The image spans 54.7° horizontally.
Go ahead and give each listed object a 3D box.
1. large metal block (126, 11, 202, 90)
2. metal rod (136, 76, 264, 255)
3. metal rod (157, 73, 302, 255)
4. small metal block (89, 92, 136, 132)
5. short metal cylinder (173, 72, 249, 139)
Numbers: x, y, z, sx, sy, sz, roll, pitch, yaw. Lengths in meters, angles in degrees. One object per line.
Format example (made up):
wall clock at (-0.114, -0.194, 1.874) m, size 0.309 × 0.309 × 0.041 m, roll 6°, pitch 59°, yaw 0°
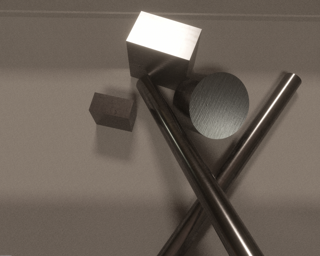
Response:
large metal block at (0.005, -0.099, 0.415) m, size 0.080 × 0.080 × 0.050 m, roll 19°, pitch 68°, yaw 6°
metal rod at (0.032, 0.035, 0.333) m, size 0.025 × 0.025 × 0.300 m, roll -22°, pitch 47°, yaw -8°
metal rod at (0.096, 0.043, 0.394) m, size 0.025 × 0.025 × 0.300 m, roll 36°, pitch 73°, yaw 12°
small metal block at (-0.060, -0.019, 0.403) m, size 0.050 × 0.050 × 0.025 m, roll 12°, pitch 71°, yaw 4°
short metal cylinder at (0.063, -0.030, 0.389) m, size 0.081 × 0.050 × 0.079 m, roll -4°, pitch 101°, yaw -19°
